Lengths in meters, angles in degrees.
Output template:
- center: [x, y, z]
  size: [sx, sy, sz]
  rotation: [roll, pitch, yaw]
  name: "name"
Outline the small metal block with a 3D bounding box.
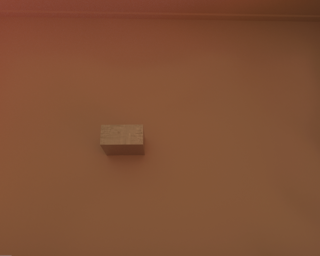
- center: [-0.045, 0.016, 0.390]
  size: [0.050, 0.050, 0.025]
  rotation: [-1, 70, -1]
  name: "small metal block"
